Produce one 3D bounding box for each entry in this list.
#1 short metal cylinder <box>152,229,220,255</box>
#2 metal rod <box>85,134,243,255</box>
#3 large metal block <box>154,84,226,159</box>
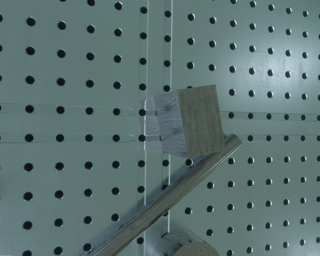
[{"bbox_3d":[0.035,0.183,0.414,0.081,0.050,0.079,0,90,-21],"label":"short metal cylinder"},{"bbox_3d":[-0.003,0.106,0.412,0.301,0.025,0.025,-37,102,-17],"label":"metal rod"},{"bbox_3d":[0.035,-0.009,0.398,0.050,0.080,0.079,-11,94,-20],"label":"large metal block"}]
